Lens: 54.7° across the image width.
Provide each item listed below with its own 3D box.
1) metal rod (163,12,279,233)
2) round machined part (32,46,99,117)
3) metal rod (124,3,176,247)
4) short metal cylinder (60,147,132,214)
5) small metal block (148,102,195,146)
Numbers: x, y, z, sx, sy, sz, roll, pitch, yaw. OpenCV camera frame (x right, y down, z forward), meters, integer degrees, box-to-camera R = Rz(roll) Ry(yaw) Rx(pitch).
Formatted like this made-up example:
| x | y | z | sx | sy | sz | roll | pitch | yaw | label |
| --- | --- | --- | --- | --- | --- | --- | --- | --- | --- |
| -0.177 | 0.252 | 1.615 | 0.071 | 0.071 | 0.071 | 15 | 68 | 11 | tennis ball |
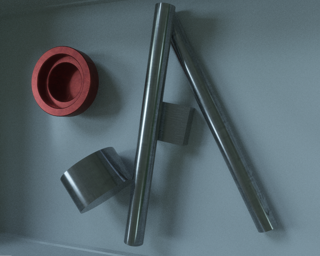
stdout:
| x | y | z | sx | sy | sz | roll | pitch | yaw | label |
| --- | --- | --- | --- | --- | --- | --- | --- | --- | --- |
| 0.067 | -0.017 | 0.386 | 0.025 | 0.025 | 0.299 | -27 | 82 | 18 | metal rod |
| -0.131 | -0.065 | 0.446 | 0.098 | 0.042 | 0.097 | 0 | 90 | 19 | round machined part |
| -0.014 | -0.002 | 0.387 | 0.025 | 0.025 | 0.298 | 9 | 93 | 19 | metal rod |
| -0.082 | 0.068 | 0.409 | 0.080 | 0.080 | 0.050 | -38 | 78 | 16 | short metal cylinder |
| 0.014 | -0.007 | 0.405 | 0.050 | 0.025 | 0.050 | 13 | 94 | 19 | small metal block |
